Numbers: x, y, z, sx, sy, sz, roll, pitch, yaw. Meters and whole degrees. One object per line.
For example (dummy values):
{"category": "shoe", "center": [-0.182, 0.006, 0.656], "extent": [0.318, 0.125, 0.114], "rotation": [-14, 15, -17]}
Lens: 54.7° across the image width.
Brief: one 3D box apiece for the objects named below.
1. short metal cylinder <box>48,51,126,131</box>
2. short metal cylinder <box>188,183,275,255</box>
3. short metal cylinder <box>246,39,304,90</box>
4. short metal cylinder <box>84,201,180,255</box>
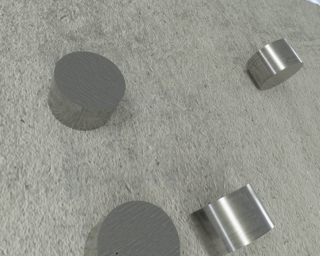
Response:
{"category": "short metal cylinder", "center": [-0.087, -0.043, 0.367], "extent": [0.081, 0.050, 0.080], "rotation": [14, 56, -21]}
{"category": "short metal cylinder", "center": [0.079, 0.103, 0.348], "extent": [0.081, 0.080, 0.050], "rotation": [-16, 71, -34]}
{"category": "short metal cylinder", "center": [0.200, -0.110, 0.542], "extent": [0.081, 0.080, 0.050], "rotation": [-15, 70, -34]}
{"category": "short metal cylinder", "center": [-0.028, 0.117, 0.301], "extent": [0.081, 0.050, 0.080], "rotation": [14, 56, -21]}
